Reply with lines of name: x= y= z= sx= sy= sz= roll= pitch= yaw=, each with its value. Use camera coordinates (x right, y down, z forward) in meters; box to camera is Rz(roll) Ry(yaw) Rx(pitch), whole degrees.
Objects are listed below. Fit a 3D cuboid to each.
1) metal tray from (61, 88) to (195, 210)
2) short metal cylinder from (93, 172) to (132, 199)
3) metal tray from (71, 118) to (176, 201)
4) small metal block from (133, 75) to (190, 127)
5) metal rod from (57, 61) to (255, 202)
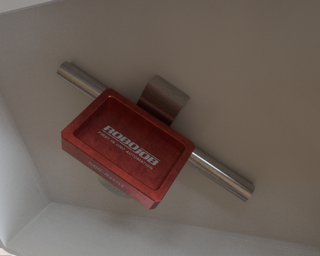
metal tray: x=-0.036 y=0.021 z=0.362 sx=0.130 sy=0.090 sz=0.030 roll=34 pitch=146 yaw=5
short metal cylinder: x=-0.050 y=0.054 z=0.441 sx=0.080 sy=0.050 sz=0.079 roll=19 pitch=134 yaw=21
metal tray: x=-0.038 y=0.034 z=0.405 sx=0.130 sy=0.090 sz=0.030 roll=34 pitch=129 yaw=5
small metal block: x=0.001 y=-0.029 z=0.387 sx=0.050 sy=0.025 sz=0.050 roll=35 pitch=129 yaw=4
metal rod: x=-0.009 y=0.002 z=0.413 sx=0.301 sy=0.025 sz=0.025 roll=34 pitch=129 yaw=5
